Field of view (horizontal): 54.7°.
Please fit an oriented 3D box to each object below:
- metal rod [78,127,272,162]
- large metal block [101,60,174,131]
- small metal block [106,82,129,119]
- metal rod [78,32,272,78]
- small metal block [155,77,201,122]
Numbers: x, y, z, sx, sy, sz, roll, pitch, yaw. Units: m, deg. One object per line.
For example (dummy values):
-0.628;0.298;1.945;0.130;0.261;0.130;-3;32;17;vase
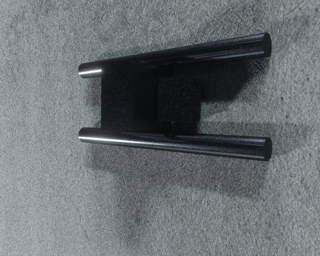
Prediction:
-0.006;0.016;0.410;0.300;0.025;0.025;3;92;39;metal rod
-0.027;-0.037;0.394;0.050;0.081;0.079;1;91;40;large metal block
-0.059;-0.037;0.435;0.025;0.050;0.050;1;91;0;small metal block
-0.007;-0.089;0.410;0.300;0.025;0.025;2;91;39;metal rod
0.021;-0.033;0.370;0.025;0.050;0.050;-178;89;-81;small metal block
